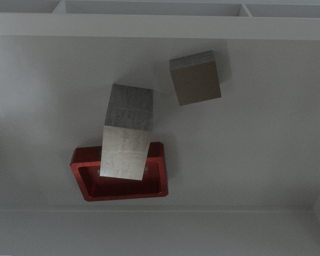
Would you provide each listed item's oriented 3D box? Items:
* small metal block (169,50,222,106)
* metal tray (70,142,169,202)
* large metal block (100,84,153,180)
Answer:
[{"bbox_3d":[0.041,-0.057,0.361,0.050,0.025,0.050,-12,130,9],"label":"small metal block"},{"bbox_3d":[-0.056,0.067,0.462,0.131,0.030,0.089,-4,130,3],"label":"metal tray"},{"bbox_3d":[-0.040,0.005,0.376,0.050,0.080,0.079,8,130,-7],"label":"large metal block"}]
